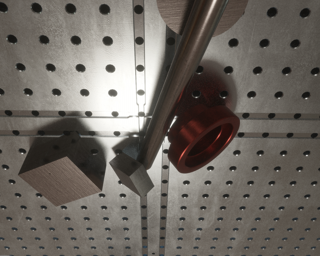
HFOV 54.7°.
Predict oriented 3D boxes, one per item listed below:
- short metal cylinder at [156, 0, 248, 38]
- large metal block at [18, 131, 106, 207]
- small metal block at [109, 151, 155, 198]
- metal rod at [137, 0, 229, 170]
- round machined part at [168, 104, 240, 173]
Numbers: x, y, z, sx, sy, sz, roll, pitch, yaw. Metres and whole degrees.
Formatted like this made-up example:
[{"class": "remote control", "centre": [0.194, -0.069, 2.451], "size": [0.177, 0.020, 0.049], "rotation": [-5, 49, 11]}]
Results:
[{"class": "short metal cylinder", "centre": [0.037, -0.130, 0.285], "size": [0.081, 0.050, 0.079], "rotation": [0, 130, 0]}, {"class": "large metal block", "centre": [-0.136, 0.060, 0.445], "size": [0.080, 0.050, 0.080], "rotation": [-21, 127, 16]}, {"class": "small metal block", "centre": [-0.041, 0.068, 0.450], "size": [0.025, 0.050, 0.050], "rotation": [-43, 132, -23]}, {"class": "metal rod", "centre": [0.012, -0.033, 0.339], "size": [0.025, 0.025, 0.298], "rotation": [11, 143, -10]}, {"class": "round machined part", "centre": [0.049, 0.008, 0.388], "size": [0.099, 0.042, 0.097], "rotation": [-30, 150, -19]}]
